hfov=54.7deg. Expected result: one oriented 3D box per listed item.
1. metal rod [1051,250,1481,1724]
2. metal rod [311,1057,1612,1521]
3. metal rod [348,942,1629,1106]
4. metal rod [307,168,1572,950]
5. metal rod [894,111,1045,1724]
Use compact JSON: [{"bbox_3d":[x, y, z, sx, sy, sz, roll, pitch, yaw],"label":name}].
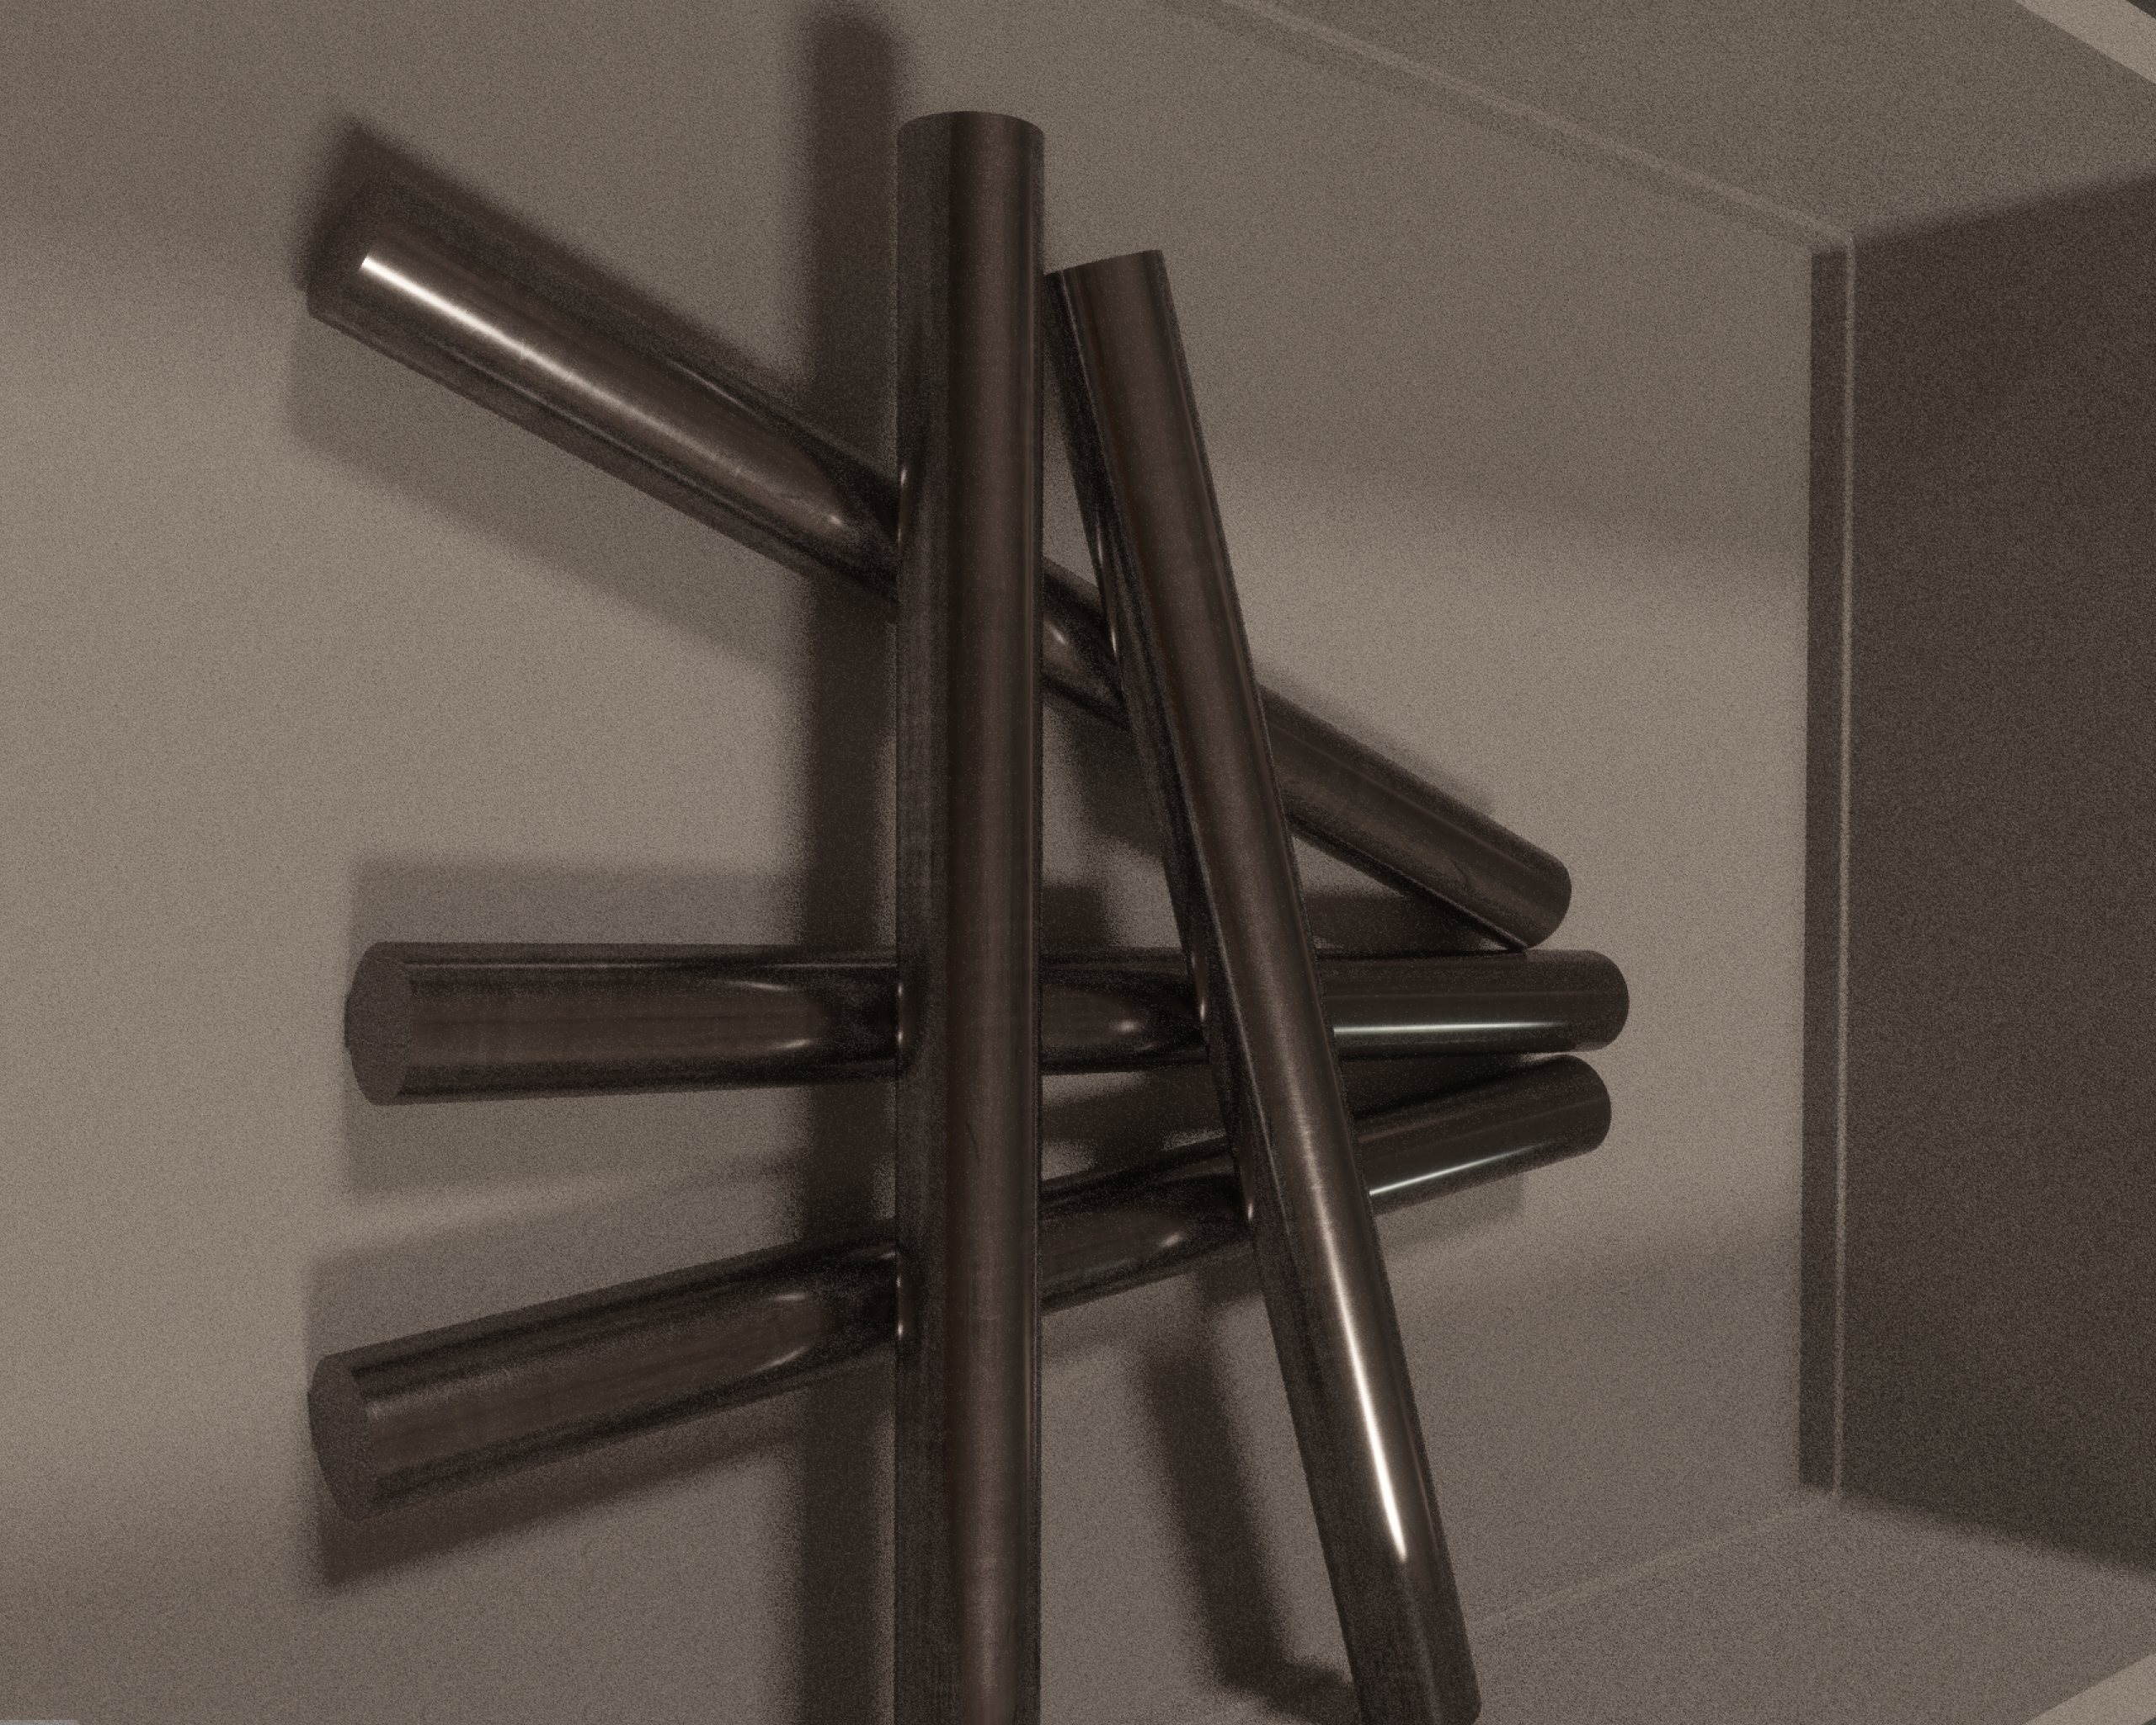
[{"bbox_3d":[0.037,0.035,0.405,0.025,0.025,0.298,-23,105,-38],"label":"metal rod"},{"bbox_3d":[0.004,0.073,0.411,0.302,0.025,0.025,-7,95,-40],"label":"metal rod"},{"bbox_3d":[0.009,0.029,0.414,0.302,0.025,0.025,2,89,-40],"label":"metal rod"},{"bbox_3d":[-0.001,-0.042,0.405,0.301,0.025,0.025,25,74,-37],"label":"metal rod"},{"bbox_3d":[-0.019,0.025,0.357,0.025,0.025,0.298,0,90,-40],"label":"metal rod"}]
